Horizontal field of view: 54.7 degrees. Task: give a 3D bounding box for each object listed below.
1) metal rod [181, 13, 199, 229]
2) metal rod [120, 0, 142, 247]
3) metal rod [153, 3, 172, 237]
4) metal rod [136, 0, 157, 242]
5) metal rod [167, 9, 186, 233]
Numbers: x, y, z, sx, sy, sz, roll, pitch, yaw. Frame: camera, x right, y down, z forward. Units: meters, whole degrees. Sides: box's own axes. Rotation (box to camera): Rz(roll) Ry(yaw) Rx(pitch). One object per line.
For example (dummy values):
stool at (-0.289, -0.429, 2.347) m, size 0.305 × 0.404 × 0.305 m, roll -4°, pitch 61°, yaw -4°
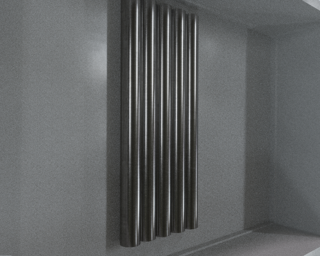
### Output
metal rod at (0.042, -0.009, 0.440) m, size 0.025 × 0.025 × 0.298 m, roll 0°, pitch 90°, yaw -40°
metal rod at (-0.035, -0.009, 0.375) m, size 0.025 × 0.025 × 0.298 m, roll 0°, pitch 90°, yaw -40°
metal rod at (0.003, -0.010, 0.407) m, size 0.025 × 0.025 × 0.298 m, roll 0°, pitch 90°, yaw -40°
metal rod at (-0.017, -0.010, 0.390) m, size 0.025 × 0.025 × 0.298 m, roll 0°, pitch 90°, yaw -40°
metal rod at (0.022, -0.010, 0.423) m, size 0.025 × 0.025 × 0.298 m, roll 0°, pitch 90°, yaw -40°
